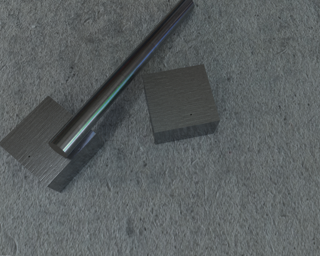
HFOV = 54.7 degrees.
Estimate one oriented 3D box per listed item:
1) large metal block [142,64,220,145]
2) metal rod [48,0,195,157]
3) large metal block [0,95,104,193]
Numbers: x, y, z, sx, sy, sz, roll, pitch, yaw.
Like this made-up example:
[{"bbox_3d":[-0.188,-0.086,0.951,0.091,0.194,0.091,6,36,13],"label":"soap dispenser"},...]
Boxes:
[{"bbox_3d":[0.025,-0.030,0.406,0.081,0.050,0.080,-11,70,-4],"label":"large metal block"},{"bbox_3d":[-0.034,-0.084,0.407,0.025,0.025,0.301,30,61,10],"label":"metal rod"},{"bbox_3d":[-0.132,0.021,0.386,0.080,0.050,0.080,37,74,12],"label":"large metal block"}]
